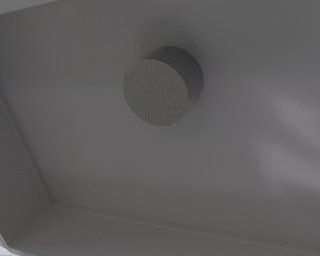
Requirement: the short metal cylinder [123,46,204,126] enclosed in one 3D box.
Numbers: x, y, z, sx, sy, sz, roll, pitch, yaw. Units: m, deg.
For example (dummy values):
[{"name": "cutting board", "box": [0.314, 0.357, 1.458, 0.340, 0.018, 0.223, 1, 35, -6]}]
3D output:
[{"name": "short metal cylinder", "box": [0.004, -0.049, 0.360, 0.080, 0.050, 0.080, 13, 124, 21]}]
